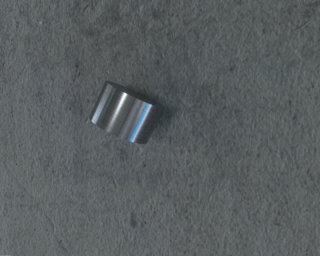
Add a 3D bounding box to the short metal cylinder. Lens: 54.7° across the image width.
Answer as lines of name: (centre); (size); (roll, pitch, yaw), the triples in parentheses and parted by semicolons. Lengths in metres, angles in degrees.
short metal cylinder: (-0.042, -0.020, 0.394); (0.080, 0.080, 0.050); (28, 99, 17)
